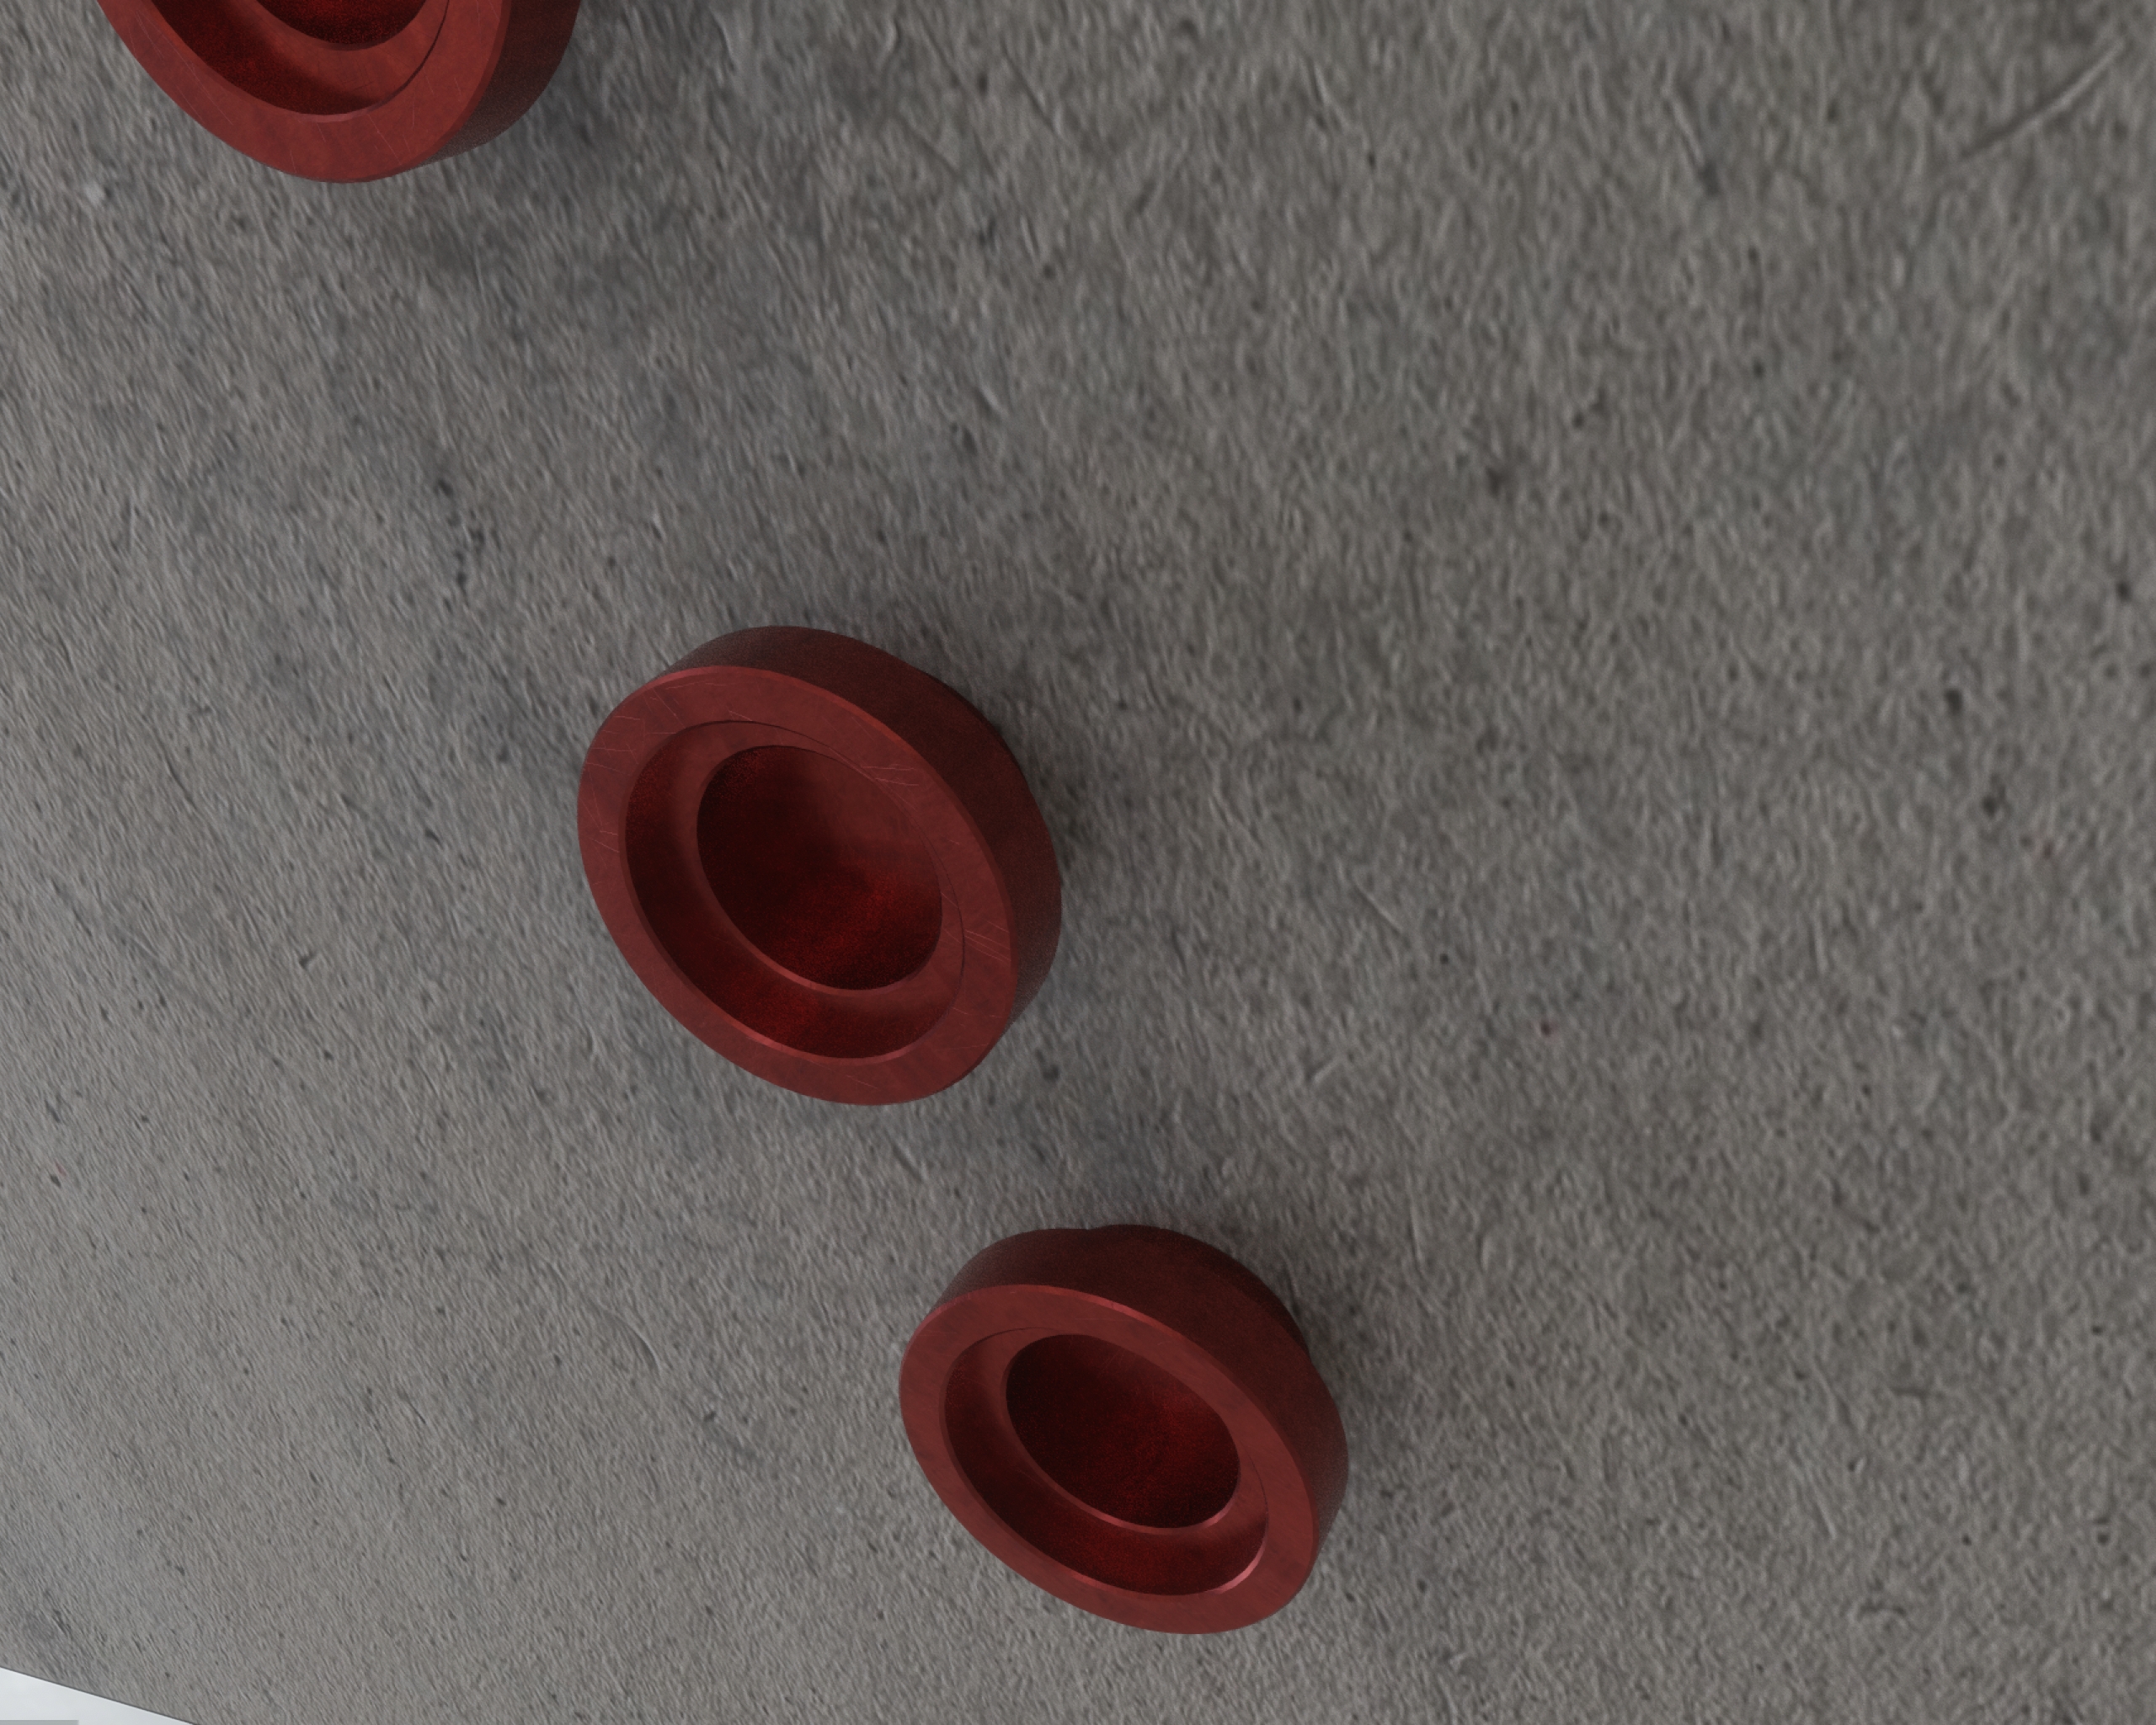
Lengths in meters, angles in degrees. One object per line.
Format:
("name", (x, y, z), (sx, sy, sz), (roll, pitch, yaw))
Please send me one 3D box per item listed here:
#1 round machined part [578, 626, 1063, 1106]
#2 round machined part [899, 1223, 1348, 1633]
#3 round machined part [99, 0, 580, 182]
("round machined part", (-0.047, -0.003, 0.419), (0.098, 0.042, 0.097), (13, 124, 21))
("round machined part", (0.013, 0.120, 0.463), (0.098, 0.042, 0.097), (13, 124, 21))
("round machined part", (-0.124, -0.170, 0.356), (0.098, 0.042, 0.097), (13, 124, 21))
